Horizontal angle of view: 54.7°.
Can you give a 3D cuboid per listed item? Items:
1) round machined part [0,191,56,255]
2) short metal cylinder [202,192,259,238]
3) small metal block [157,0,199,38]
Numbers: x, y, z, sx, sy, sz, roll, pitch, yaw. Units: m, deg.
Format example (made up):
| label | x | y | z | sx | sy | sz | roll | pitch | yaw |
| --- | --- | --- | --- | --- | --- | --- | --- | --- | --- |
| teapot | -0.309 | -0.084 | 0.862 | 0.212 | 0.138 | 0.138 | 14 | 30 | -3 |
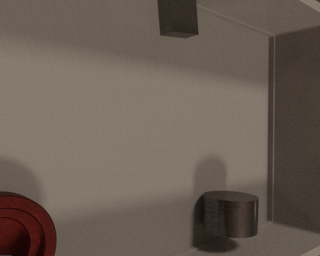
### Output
| label | x | y | z | sx | sy | sz | roll | pitch | yaw |
| --- | --- | --- | --- | --- | --- | --- | --- | --- | --- |
| round machined part | -0.148 | 0.105 | 0.273 | 0.099 | 0.042 | 0.097 | 0 | 90 | -40 |
| short metal cylinder | 0.104 | 0.126 | 0.461 | 0.081 | 0.080 | 0.050 | 3 | 88 | -40 |
| small metal block | 0.026 | -0.154 | 0.430 | 0.050 | 0.025 | 0.050 | -8 | 96 | -40 |
